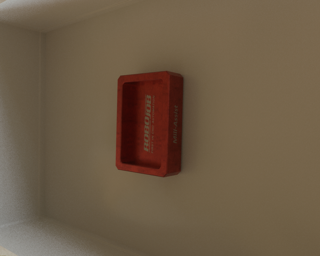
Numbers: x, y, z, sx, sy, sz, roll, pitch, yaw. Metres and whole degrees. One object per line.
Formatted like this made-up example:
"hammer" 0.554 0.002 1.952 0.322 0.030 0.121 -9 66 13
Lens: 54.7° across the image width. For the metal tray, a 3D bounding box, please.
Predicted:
"metal tray" -0.016 -0.006 0.411 0.090 0.030 0.129 2 91 39
